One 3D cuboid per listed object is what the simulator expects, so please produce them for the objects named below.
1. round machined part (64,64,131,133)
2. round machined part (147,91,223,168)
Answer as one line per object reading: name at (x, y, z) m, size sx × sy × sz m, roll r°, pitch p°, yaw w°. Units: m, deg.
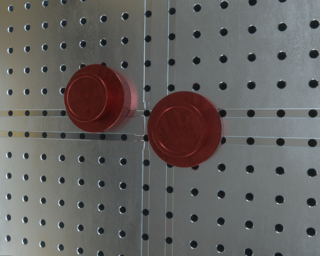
round machined part at (-0.094, -0.042, 0.438) m, size 0.098 × 0.042 × 0.097 m, roll 0°, pitch 90°, yaw 20°
round machined part at (0.029, 0.002, 0.394) m, size 0.098 × 0.042 × 0.097 m, roll 0°, pitch 90°, yaw 20°
